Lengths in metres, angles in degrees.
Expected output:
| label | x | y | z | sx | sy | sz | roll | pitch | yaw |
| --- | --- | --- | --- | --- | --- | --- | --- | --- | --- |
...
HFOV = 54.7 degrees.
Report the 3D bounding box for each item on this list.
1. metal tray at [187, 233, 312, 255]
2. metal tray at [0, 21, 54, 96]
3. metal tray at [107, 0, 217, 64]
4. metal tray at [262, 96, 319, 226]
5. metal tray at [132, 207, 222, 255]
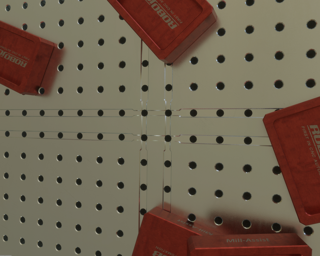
| label | x | y | z | sx | sy | sz | roll | pitch | yaw |
| --- | --- | --- | --- | --- | --- | --- | --- | --- | --- |
| metal tray | 0.097 | 0.168 | 0.346 | 0.131 | 0.030 | 0.089 | -1 | 97 | -2 |
| metal tray | -0.241 | -0.117 | 0.492 | 0.130 | 0.030 | 0.089 | 25 | 98 | 17 |
| metal tray | -0.001 | -0.162 | 0.409 | 0.090 | 0.030 | 0.130 | -43 | 77 | 14 |
| metal tray | 0.180 | 0.033 | 0.346 | 0.090 | 0.030 | 0.129 | -20 | 84 | 18 |
| metal tray | 0.032 | 0.169 | 0.398 | 0.130 | 0.030 | 0.089 | 18 | 96 | 18 |
